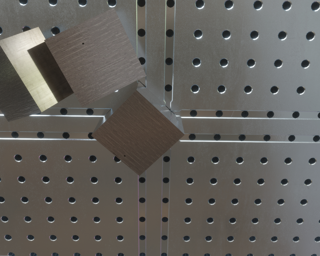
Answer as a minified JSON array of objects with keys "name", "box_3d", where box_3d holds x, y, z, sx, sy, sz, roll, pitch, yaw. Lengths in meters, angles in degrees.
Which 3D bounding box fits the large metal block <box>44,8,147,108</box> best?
[{"name":"large metal block","box_3d":[-0.073,-0.081,0.359,0.080,0.050,0.080,-28,109,-7]}]

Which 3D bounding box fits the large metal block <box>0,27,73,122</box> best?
[{"name":"large metal block","box_3d":[-0.158,-0.059,0.357,0.080,0.050,0.080,-9,115,40]}]

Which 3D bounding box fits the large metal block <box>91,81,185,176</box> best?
[{"name":"large metal block","box_3d":[-0.027,0.000,0.400,0.080,0.050,0.080,43,104,-15]}]
